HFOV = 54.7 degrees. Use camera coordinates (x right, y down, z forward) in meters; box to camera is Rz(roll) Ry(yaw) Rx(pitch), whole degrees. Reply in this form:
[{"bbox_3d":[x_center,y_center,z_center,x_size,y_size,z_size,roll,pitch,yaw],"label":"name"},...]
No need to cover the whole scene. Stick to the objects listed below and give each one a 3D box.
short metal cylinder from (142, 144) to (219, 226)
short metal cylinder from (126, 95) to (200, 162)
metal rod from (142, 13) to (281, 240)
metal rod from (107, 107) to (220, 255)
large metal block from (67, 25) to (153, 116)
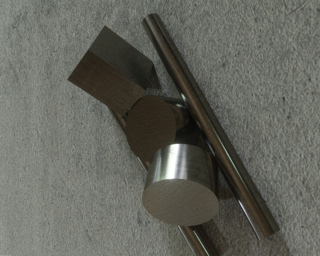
[{"bbox_3d":[0.024,0.064,0.343,0.080,0.080,0.050,-38,24,33],"label":"short metal cylinder"},{"bbox_3d":[0.003,0.001,0.387,0.080,0.050,0.080,0,90,40],"label":"short metal cylinder"},{"bbox_3d":[0.049,-0.018,0.365,0.025,0.025,0.299,-39,66,33],"label":"metal rod"},{"bbox_3d":[-0.016,0.041,0.419,0.025,0.025,0.299,-48,62,29],"label":"metal rod"},{"bbox_3d":[-0.060,-0.075,0.400,0.050,0.080,0.080,-44,22,31],"label":"large metal block"}]
